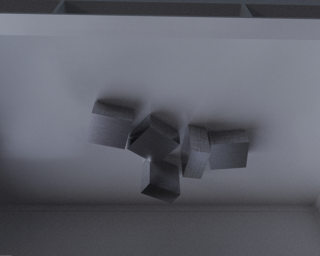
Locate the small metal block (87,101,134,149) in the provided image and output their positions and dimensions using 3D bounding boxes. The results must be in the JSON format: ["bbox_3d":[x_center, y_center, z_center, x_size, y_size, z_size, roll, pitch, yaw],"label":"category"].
[{"bbox_3d":[-0.065,-0.003,0.403,0.050,0.025,0.050,12,129,-10],"label":"small metal block"}]

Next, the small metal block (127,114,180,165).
[{"bbox_3d":[-0.009,0.017,0.420,0.050,0.025,0.050,31,123,-24],"label":"small metal block"}]

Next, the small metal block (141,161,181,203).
[{"bbox_3d":[0.001,0.076,0.455,0.050,0.050,0.025,24,127,-20],"label":"small metal block"}]

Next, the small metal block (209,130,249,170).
[{"bbox_3d":[0.095,0.031,0.434,0.050,0.025,0.050,-4,130,3],"label":"small metal block"}]

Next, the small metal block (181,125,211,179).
[{"bbox_3d":[0.047,0.032,0.419,0.025,0.050,0.050,7,130,-7],"label":"small metal block"}]
